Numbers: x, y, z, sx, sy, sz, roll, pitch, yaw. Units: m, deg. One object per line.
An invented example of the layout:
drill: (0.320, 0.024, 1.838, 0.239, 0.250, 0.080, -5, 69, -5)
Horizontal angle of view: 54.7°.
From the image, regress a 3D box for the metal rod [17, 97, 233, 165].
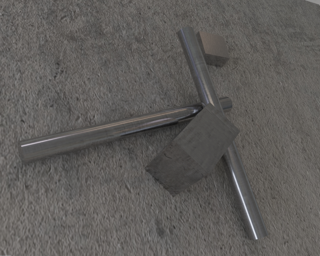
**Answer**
metal rod: (-0.019, -0.006, 0.397, 0.303, 0.025, 0.025, -14, 69, -34)

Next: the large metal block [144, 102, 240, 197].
large metal block: (0.038, 0.027, 0.373, 0.050, 0.080, 0.080, 44, 51, 2)

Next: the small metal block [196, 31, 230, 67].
small metal block: (0.087, -0.135, 0.533, 0.050, 0.025, 0.050, 4, 60, -26)

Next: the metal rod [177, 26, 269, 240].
metal rod: (0.081, -0.003, 0.421, 0.025, 0.025, 0.299, -9, 75, -32)
